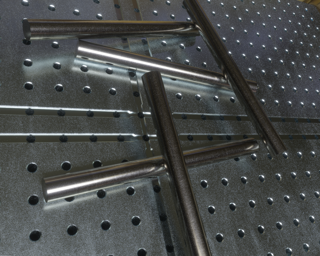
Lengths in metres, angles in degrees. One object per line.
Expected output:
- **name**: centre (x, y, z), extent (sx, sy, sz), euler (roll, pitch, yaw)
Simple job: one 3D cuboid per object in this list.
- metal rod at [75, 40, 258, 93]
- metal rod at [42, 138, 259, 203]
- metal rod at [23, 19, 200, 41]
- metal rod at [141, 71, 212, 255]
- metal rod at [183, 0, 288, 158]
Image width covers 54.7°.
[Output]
- **metal rod**: centre (0.025, -0.088, 0.477), extent (0.302, 0.025, 0.025), euler (8, 59, -25)
- **metal rod**: centre (0.012, 0.044, 0.388), extent (0.303, 0.025, 0.025), euler (-8, 66, -32)
- **metal rod**: centre (-0.044, -0.147, 0.460), extent (0.302, 0.025, 0.025), euler (-15, 70, -39)
- **metal rod**: centre (0.026, 0.074, 0.352), extent (0.025, 0.025, 0.299), euler (-6, 73, -31)
- **metal rod**: centre (0.112, -0.092, 0.493), extent (0.025, 0.025, 0.299), euler (-14, 69, -34)
